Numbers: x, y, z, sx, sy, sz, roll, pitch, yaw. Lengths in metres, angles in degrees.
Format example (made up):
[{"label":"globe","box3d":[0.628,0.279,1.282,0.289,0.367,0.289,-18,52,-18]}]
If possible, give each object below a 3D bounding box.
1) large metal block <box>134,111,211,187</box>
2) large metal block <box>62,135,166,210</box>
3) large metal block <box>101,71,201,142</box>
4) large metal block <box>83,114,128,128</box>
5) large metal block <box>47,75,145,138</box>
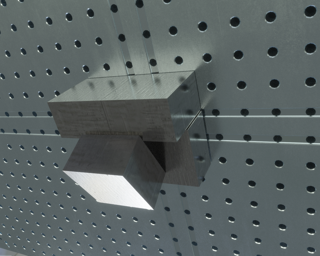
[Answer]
[{"label":"large metal block","box3d":[0.014,0.025,0.398,0.080,0.050,0.079,1,119,27]},{"label":"large metal block","box3d":[-0.050,0.052,0.366,0.080,0.050,0.080,0,142,28]},{"label":"large metal block","box3d":[-0.007,-0.027,0.360,0.080,0.080,0.050,1,119,27]},{"label":"large metal block","box3d":[-0.058,0.023,0.435,0.080,0.050,0.079,1,119,27]},{"label":"large metal block","box3d":[-0.079,-0.028,0.397,0.080,0.080,0.050,1,119,27]}]
